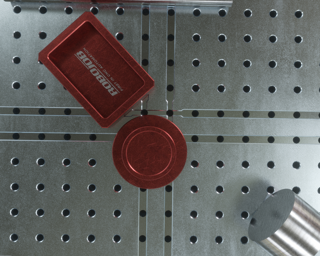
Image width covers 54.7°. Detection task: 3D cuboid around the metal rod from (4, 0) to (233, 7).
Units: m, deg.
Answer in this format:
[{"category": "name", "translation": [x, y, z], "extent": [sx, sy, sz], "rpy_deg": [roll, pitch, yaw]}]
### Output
[{"category": "metal rod", "translation": [-0.056, -0.178, 0.412], "extent": [0.302, 0.025, 0.025], "rpy_deg": [1, 90, 0]}]

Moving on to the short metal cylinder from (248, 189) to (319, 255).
[{"category": "short metal cylinder", "translation": [0.157, 0.123, 0.387], "extent": [0.050, 0.080, 0.080], "rpy_deg": [39, 90, 0]}]

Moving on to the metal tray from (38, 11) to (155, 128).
[{"category": "metal tray", "translation": [-0.081, -0.075, 0.409], "extent": [0.090, 0.030, 0.130], "rpy_deg": [-42, 90, 0]}]

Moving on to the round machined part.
[{"category": "round machined part", "translation": [-0.014, 0.031, 0.405], "extent": [0.099, 0.042, 0.097], "rpy_deg": [0, 90, 0]}]
